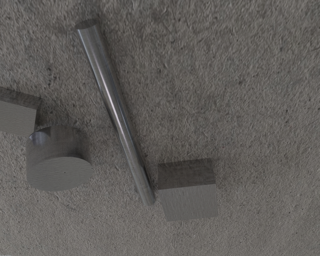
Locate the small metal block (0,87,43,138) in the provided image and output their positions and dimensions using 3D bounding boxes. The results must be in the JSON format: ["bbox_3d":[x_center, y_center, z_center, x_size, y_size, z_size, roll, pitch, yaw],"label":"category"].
[{"bbox_3d":[-0.180,-0.018,0.390,0.050,0.025,0.050,15,129,-13],"label":"small metal block"}]

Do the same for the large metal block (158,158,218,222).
[{"bbox_3d":[0.043,0.095,0.472,0.080,0.050,0.080,-7,130,6],"label":"large metal block"}]

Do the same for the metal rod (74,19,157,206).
[{"bbox_3d":[-0.047,0.005,0.411,0.025,0.025,0.298,-9,130,7],"label":"metal rod"}]

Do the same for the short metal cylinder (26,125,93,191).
[{"bbox_3d":[-0.133,0.041,0.409,0.081,0.050,0.080,-13,143,-10],"label":"short metal cylinder"}]
